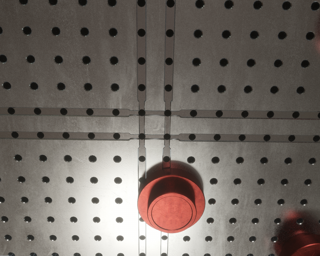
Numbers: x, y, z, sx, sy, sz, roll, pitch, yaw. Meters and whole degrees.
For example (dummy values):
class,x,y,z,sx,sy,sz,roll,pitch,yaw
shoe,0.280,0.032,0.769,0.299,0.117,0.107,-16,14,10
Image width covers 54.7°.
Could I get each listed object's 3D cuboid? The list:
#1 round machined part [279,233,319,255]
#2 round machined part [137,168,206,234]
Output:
class,x,y,z,sx,sy,sz,roll,pitch,yaw
round machined part,0.232,0.205,0.483,0.099,0.042,0.097,0,110,-1
round machined part,0.017,0.111,0.446,0.099,0.042,0.097,0,110,-1
